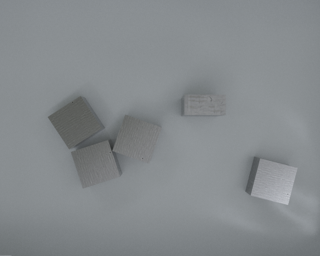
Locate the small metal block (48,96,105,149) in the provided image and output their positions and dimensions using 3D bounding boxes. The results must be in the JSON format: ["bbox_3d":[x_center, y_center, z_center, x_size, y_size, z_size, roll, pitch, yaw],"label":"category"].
[{"bbox_3d":[-0.109,-0.007,0.410,0.050,0.025,0.050,-33,90,0],"label":"small metal block"}]

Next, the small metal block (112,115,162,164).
[{"bbox_3d":[-0.029,0.014,0.411,0.050,0.025,0.050,20,90,-1],"label":"small metal block"}]

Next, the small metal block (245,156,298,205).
[{"bbox_3d":[0.148,0.069,0.413,0.050,0.025,0.050,14,90,-1],"label":"small metal block"}]

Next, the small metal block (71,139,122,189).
[{"bbox_3d":[-0.083,0.047,0.410,0.050,0.025,0.050,-18,90,-1],"label":"small metal block"}]

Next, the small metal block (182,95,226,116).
[{"bbox_3d":[0.055,-0.028,0.400,0.050,0.050,0.025,0,90,-1],"label":"small metal block"}]
